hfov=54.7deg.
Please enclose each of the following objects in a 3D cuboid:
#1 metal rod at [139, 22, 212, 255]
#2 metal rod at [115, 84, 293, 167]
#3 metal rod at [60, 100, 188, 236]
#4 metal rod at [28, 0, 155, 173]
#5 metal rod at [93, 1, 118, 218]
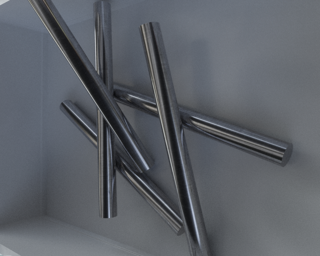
[{"bbox_3d":[0.020,0.026,0.363,0.025,0.025,0.298,-12,90,39],"label":"metal rod"},{"bbox_3d":[0.015,-0.019,0.394,0.300,0.025,0.025,22,104,37],"label":"metal rod"},{"bbox_3d":[-0.067,0.042,0.462,0.300,0.025,0.025,40,114,32],"label":"metal rod"},{"bbox_3d":[-0.096,-0.071,0.405,0.025,0.025,0.299,-26,99,37],"label":"metal rod"},{"bbox_3d":[-0.077,-0.026,0.436,0.025,0.025,0.298,-4,88,40],"label":"metal rod"}]
